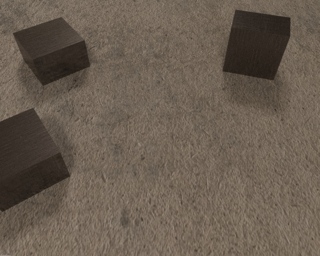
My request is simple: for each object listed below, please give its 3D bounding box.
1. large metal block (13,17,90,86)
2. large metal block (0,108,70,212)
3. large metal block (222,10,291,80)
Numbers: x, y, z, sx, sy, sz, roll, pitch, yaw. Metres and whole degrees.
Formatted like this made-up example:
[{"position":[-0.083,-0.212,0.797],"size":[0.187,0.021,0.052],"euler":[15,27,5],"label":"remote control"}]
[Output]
[{"position":[-0.169,-0.123,0.488],"size":[0.081,0.050,0.080],"euler":[-29,56,-23],"label":"large metal block"},{"position":[-0.163,0.034,0.356],"size":[0.081,0.050,0.080],"euler":[-28,56,-22],"label":"large metal block"},{"position":[0.146,-0.127,0.476],"size":[0.080,0.080,0.050],"euler":[12,51,9],"label":"large metal block"}]
